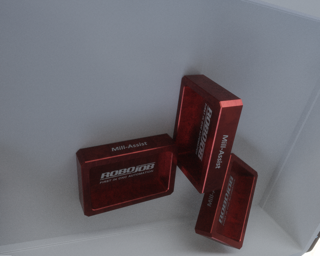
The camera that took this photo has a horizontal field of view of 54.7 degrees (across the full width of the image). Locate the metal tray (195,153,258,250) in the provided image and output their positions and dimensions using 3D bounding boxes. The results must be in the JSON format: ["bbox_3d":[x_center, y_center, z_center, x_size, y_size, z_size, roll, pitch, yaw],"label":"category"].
[{"bbox_3d":[0.109,0.114,0.491,0.090,0.030,0.130,35,65,-37],"label":"metal tray"}]

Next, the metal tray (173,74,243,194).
[{"bbox_3d":[0.054,0.007,0.399,0.030,0.090,0.129,-8,122,-25],"label":"metal tray"}]

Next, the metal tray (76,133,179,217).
[{"bbox_3d":[-0.042,0.062,0.420,0.131,0.030,0.089,-10,123,-23],"label":"metal tray"}]
